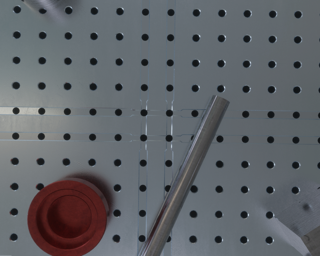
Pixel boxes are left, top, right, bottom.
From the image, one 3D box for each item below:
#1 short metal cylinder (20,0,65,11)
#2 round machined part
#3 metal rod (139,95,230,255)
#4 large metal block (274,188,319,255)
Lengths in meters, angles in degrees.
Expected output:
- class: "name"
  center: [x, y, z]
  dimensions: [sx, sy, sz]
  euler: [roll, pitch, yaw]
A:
- class: "short metal cylinder"
  center: [-0.161, -0.200, 0.399]
  dimensions: [0.081, 0.050, 0.079]
  euler: [0, 90, 0]
- class: "round machined part"
  center: [-0.115, 0.113, 0.404]
  dimensions: [0.099, 0.042, 0.097]
  euler: [0, 90, 0]
- class: "metal rod"
  center: [0.020, 0.097, 0.413]
  dimensions: [0.025, 0.025, 0.299]
  euler: [25, 90, 0]
- class: "large metal block"
  center: [0.205, 0.122, 0.388]
  dimensions: [0.080, 0.080, 0.050]
  euler: [-33, 90, 0]
